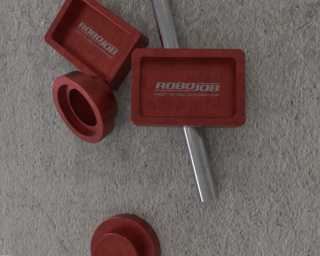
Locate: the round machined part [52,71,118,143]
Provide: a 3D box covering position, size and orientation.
[{"bbox_3d":[-0.096,-0.032,0.417,0.098,0.042,0.097,25,134,29],"label":"round machined part"}]

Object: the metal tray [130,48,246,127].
[{"bbox_3d":[0.033,-0.046,0.369,0.131,0.030,0.089,1,85,1],"label":"metal tray"}]

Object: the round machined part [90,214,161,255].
[{"bbox_3d":[-0.052,0.170,0.418,0.098,0.042,0.097,0,90,20],"label":"round machined part"}]

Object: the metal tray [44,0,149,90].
[{"bbox_3d":[-0.092,-0.125,0.438,0.130,0.030,0.090,39,102,15],"label":"metal tray"}]

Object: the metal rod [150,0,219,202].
[{"bbox_3d":[0.027,-0.056,0.399,0.025,0.025,0.298,-15,85,19],"label":"metal rod"}]
